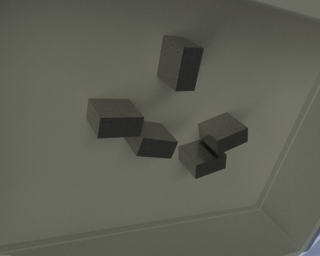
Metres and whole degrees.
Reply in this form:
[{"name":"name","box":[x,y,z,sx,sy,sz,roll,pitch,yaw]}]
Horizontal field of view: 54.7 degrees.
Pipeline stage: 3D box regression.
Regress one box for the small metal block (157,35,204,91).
[{"name":"small metal block","box":[0.022,-0.075,0.359,0.025,0.050,0.050,-5,121,-26]}]

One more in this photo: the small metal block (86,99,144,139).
[{"name":"small metal block","box":[-0.053,-0.012,0.357,0.050,0.050,0.025,-2,120,-28]}]

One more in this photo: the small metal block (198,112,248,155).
[{"name":"small metal block","box":[0.091,0.007,0.448,0.050,0.050,0.025,-22,127,-16]}]

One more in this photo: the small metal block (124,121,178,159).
[{"name":"small metal block","box":[-0.013,0.013,0.395,0.050,0.050,0.025,8,115,-32]}]

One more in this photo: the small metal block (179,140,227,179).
[{"name":"small metal block","box":[0.062,0.043,0.455,0.050,0.050,0.025,-16,125,-20]}]
